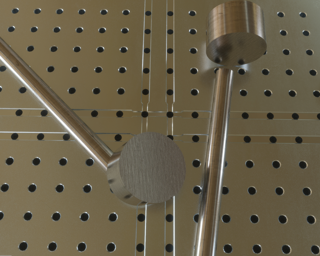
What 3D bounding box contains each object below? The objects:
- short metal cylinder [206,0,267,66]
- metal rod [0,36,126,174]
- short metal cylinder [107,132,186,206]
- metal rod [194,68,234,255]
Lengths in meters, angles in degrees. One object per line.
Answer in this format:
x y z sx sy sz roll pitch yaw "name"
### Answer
0.104 -0.129 0.430 0.080 0.080 0.050 2 70 1 "short metal cylinder"
-0.154 -0.041 0.425 0.025 0.025 0.300 -43 76 -14 "metal rod"
-0.017 0.049 0.365 0.081 0.050 0.080 8 70 -23 "short metal cylinder"
0.068 0.060 0.389 0.025 0.025 0.299 9 70 3 "metal rod"
